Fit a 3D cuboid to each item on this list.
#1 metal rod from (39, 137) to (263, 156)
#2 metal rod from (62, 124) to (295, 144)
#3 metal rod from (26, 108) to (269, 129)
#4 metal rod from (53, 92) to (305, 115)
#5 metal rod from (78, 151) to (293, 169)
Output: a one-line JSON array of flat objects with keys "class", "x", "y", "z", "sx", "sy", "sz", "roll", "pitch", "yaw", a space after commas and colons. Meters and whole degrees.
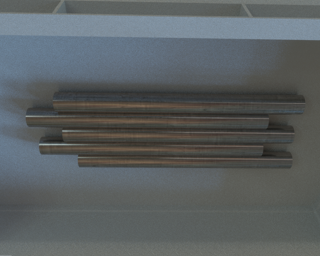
[{"class": "metal rod", "x": -0.011, "y": 0.026, "z": 0.429, "sx": 0.302, "sy": 0.025, "sz": 0.025, "roll": 1, "pitch": 130, "yaw": -1}, {"class": "metal rod", "x": 0.025, "y": 0.007, "z": 0.414, "sx": 0.302, "sy": 0.025, "sz": 0.025, "roll": 1, "pitch": 130, "yaw": -1}, {"class": "metal rod", "x": -0.014, "y": -0.012, "z": 0.397, "sx": 0.302, "sy": 0.025, "sz": 0.025, "roll": 1, "pitch": 130, "yaw": -1}, {"class": "metal rod", "x": 0.024, "y": -0.030, "z": 0.382, "sx": 0.302, "sy": 0.025, "sz": 0.025, "roll": 1, "pitch": 130, "yaw": -1}, {"class": "metal rod", "x": 0.036, "y": 0.045, "z": 0.446, "sx": 0.302, "sy": 0.025, "sz": 0.025, "roll": 1, "pitch": 130, "yaw": -1}]
